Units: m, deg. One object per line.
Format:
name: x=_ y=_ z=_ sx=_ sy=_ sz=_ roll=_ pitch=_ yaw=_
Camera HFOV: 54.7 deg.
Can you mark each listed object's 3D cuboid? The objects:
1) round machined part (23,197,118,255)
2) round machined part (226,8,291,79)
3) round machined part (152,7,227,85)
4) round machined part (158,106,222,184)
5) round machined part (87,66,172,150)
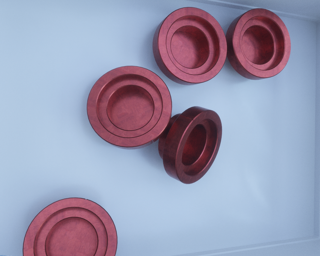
round machined part: x=-0.100 y=0.131 z=0.353 sx=0.099 sy=0.042 sz=0.098 roll=5 pitch=68 yaw=-11
round machined part: x=0.137 y=-0.119 z=0.452 sx=0.099 sy=0.042 sz=0.097 roll=0 pitch=90 yaw=-20
round machined part: x=0.036 y=-0.106 z=0.415 sx=0.099 sy=0.042 sz=0.097 roll=0 pitch=90 yaw=-20
round machined part: x=0.035 y=0.019 z=0.398 sx=0.099 sy=0.042 sz=0.097 roll=-26 pitch=126 yaw=-42
round machined part: x=-0.035 y=-0.022 z=0.376 sx=0.099 sy=0.042 sz=0.098 roll=0 pitch=79 yaw=1
